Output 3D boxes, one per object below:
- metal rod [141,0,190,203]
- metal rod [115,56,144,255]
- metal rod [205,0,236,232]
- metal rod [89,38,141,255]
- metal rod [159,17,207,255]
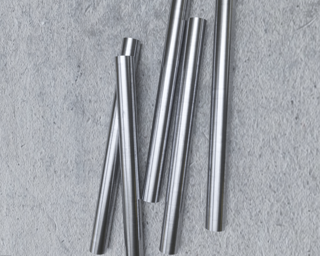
[{"bbox_3d":[0.010,-0.052,0.405,0.025,0.025,0.298,10,93,19],"label":"metal rod"},{"bbox_3d":[-0.039,0.057,0.409,0.025,0.025,0.298,-1,95,20],"label":"metal rod"},{"bbox_3d":[0.075,-0.025,0.382,0.025,0.025,0.298,3,91,20],"label":"metal rod"},{"bbox_3d":[-0.063,0.027,0.431,0.025,0.025,0.298,11,94,19],"label":"metal rod"},{"bbox_3d":[0.029,0.012,0.398,0.025,0.025,0.298,8,93,20],"label":"metal rod"}]
